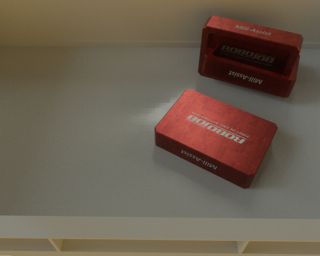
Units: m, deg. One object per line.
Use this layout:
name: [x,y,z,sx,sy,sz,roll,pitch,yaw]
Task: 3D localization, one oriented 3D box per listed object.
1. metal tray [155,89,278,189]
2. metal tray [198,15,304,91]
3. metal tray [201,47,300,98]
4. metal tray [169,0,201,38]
metal tray: [0.070,0.009,0.395,0.130,0.030,0.090,25,54,19]
metal tray: [0.125,-0.103,0.449,0.130,0.090,0.030,18,54,14]
metal tray: [0.139,-0.099,0.473,0.130,0.030,0.090,19,43,13]
metal tray: [0.031,-0.236,0.560,0.030,0.090,0.130,-24,50,11]
